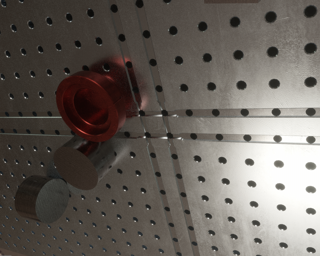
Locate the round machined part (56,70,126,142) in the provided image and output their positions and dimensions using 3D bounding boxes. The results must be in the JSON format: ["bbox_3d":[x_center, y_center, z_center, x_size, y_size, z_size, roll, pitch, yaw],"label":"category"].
[{"bbox_3d":[-0.089,-0.033,0.425,0.098,0.042,0.097,13,124,20],"label":"round machined part"}]

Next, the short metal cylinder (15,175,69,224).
[{"bbox_3d":[-0.213,0.129,0.565,0.050,0.080,0.079,4,120,26],"label":"short metal cylinder"}]

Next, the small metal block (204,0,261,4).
[{"bbox_3d":[0.069,-0.144,0.286,0.050,0.025,0.050,9,123,23],"label":"small metal block"}]

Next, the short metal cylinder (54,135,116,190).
[{"bbox_3d":[-0.117,0.050,0.486,0.080,0.050,0.079,13,124,20],"label":"short metal cylinder"}]
